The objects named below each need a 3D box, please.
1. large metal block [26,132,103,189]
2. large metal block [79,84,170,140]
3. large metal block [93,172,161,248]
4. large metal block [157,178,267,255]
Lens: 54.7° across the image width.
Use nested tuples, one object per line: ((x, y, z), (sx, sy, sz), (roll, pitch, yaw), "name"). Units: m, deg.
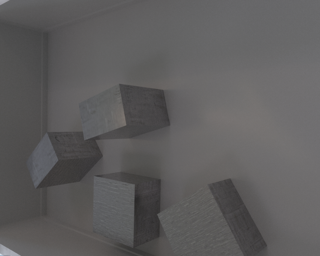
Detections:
((-0.154, 0.050, 0.498), (0.080, 0.081, 0.050), (-45, 63, 31), "large metal block")
((-0.047, -0.018, 0.410), (0.080, 0.081, 0.050), (-18, 79, 38), "large metal block")
((-0.047, 0.108, 0.429), (0.080, 0.050, 0.079), (2, 92, 40), "large metal block")
((0.055, 0.113, 0.345), (0.080, 0.050, 0.080), (-40, 66, 33), "large metal block")
